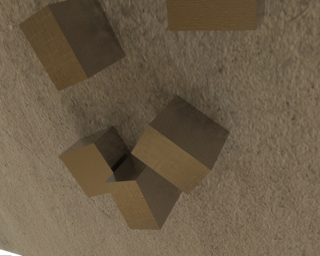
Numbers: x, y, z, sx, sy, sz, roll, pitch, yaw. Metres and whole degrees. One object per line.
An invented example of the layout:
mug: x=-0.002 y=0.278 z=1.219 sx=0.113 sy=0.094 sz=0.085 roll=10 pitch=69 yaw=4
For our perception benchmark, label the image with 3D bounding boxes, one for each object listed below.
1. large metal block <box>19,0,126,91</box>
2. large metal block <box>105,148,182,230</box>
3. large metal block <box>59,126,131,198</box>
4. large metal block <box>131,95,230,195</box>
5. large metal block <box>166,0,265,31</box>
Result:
large metal block: x=-0.096 y=-0.100 z=0.358 sx=0.050 sy=0.080 sz=0.080 roll=-14 pitch=111 yaw=34
large metal block: x=-0.019 y=0.082 z=0.430 sx=0.050 sy=0.080 sz=0.080 roll=-10 pitch=113 yaw=32
large metal block: x=-0.090 y=0.052 z=0.469 sx=0.080 sy=0.050 sz=0.080 roll=-20 pitch=108 yaw=35
large metal block: x=0.026 y=0.017 z=0.367 sx=0.080 sy=0.080 sz=0.050 roll=36 pitch=129 yaw=3
large metal block: x=0.051 y=-0.134 z=0.280 sx=0.080 sy=0.050 sz=0.079 roll=7 pitch=122 yaw=24
